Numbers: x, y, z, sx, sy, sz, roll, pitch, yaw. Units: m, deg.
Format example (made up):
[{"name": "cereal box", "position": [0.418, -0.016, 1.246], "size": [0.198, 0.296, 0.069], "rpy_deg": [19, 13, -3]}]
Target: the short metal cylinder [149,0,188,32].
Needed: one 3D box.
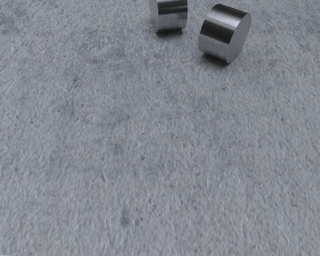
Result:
[{"name": "short metal cylinder", "position": [0.013, -0.214, 0.547], "size": [0.050, 0.080, 0.080], "rpy_deg": [-10, 51, -8]}]

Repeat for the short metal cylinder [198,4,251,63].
[{"name": "short metal cylinder", "position": [0.104, -0.151, 0.496], "size": [0.050, 0.080, 0.080], "rpy_deg": [29, 56, 22]}]
